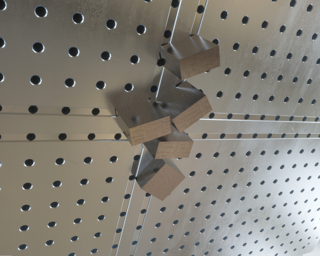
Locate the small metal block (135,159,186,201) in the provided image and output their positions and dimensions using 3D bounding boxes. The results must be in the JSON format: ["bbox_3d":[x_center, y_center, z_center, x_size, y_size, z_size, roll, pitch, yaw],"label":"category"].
[{"bbox_3d":[0.001,0.073,0.456,0.050,0.025,0.050,-47,129,4],"label":"small metal block"}]

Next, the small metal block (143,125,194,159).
[{"bbox_3d":[0.008,0.016,0.408,0.050,0.050,0.025,1,118,-29],"label":"small metal block"}]

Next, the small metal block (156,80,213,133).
[{"bbox_3d":[0.029,-0.028,0.393,0.050,0.050,0.025,-36,129,-5],"label":"small metal block"}]

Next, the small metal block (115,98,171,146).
[{"bbox_3d":[-0.021,-0.008,0.378,0.050,0.050,0.025,-18,126,-18],"label":"small metal block"}]

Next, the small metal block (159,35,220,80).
[{"bbox_3d":[0.034,-0.084,0.361,0.050,0.050,0.025,-22,127,-15],"label":"small metal block"}]
